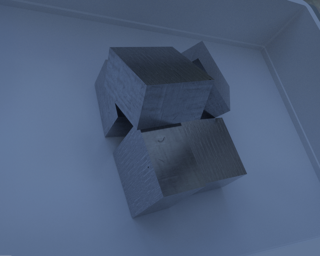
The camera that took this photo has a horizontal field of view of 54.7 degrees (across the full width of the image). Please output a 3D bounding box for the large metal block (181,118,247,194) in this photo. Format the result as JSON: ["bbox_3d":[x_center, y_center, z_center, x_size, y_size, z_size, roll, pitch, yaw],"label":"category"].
[{"bbox_3d":[0.049,0.036,0.391,0.081,0.050,0.080,-6,65,-31],"label":"large metal block"}]

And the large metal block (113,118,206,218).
[{"bbox_3d":[-0.005,0.044,0.340,0.050,0.080,0.080,-7,65,-32],"label":"large metal block"}]

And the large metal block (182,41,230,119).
[{"bbox_3d":[0.054,-0.062,0.424,0.080,0.050,0.080,54,26,-20],"label":"large metal block"}]

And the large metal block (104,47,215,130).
[{"bbox_3d":[-0.004,-0.047,0.332,0.081,0.050,0.080,-10,42,-32],"label":"large metal block"}]

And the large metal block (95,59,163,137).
[{"bbox_3d":[-0.031,-0.036,0.395,0.081,0.050,0.080,-1,62,-29],"label":"large metal block"}]
